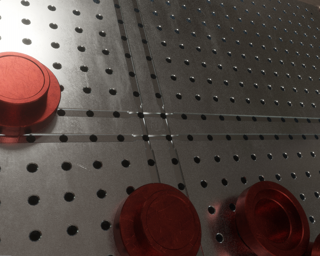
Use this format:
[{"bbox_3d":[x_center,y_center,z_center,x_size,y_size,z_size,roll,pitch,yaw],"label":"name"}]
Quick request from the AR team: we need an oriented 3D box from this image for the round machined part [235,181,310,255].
[{"bbox_3d":[0.138,0.121,0.399,0.099,0.042,0.098,13,55,-19],"label":"round machined part"}]

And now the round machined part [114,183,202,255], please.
[{"bbox_3d":[0.003,0.106,0.336,0.099,0.042,0.098,14,56,-21],"label":"round machined part"}]

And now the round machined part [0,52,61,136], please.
[{"bbox_3d":[-0.159,-0.044,0.339,0.099,0.042,0.098,14,56,-21],"label":"round machined part"}]

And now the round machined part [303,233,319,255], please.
[{"bbox_3d":[0.206,0.180,0.386,0.099,0.042,0.097,10,76,-42],"label":"round machined part"}]
